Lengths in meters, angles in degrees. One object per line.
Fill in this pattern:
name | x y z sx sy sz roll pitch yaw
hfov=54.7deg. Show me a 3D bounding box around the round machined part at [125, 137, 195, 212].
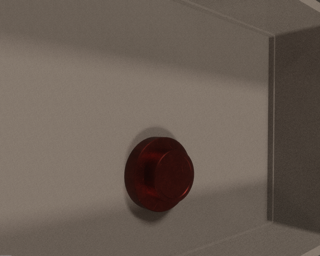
round machined part | 0.007 0.061 0.403 0.099 0.042 0.097 0 90 -40
